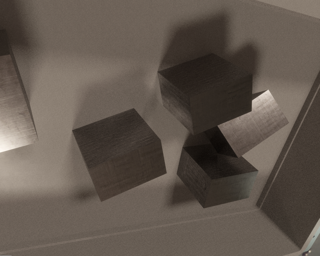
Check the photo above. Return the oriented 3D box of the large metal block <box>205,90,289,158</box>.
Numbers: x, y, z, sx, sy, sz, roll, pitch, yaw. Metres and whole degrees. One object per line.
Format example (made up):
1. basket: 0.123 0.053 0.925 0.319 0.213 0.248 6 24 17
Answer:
1. large metal block: 0.111 -0.005 0.424 0.080 0.080 0.050 -33 94 -7

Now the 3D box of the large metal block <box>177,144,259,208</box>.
1. large metal block: 0.083 0.066 0.462 0.081 0.080 0.050 -5 121 -26

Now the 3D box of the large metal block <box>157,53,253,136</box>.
1. large metal block: 0.053 -0.045 0.376 0.081 0.080 0.050 -22 127 -16

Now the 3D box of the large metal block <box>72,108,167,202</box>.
1. large metal block: -0.049 0.028 0.365 0.081 0.080 0.050 -21 127 -16

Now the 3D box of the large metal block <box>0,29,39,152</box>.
1. large metal block: -0.148 -0.033 0.272 0.050 0.080 0.079 -17 125 -19
